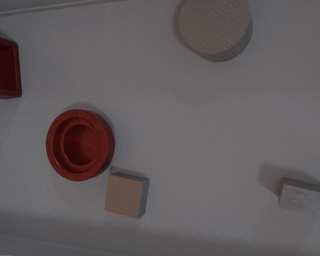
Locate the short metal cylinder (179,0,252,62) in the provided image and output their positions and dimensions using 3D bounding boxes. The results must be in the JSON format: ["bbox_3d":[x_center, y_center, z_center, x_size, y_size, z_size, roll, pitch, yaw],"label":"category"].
[{"bbox_3d":[0.068,-0.124,0.373,0.080,0.050,0.079,0,90,19],"label":"short metal cylinder"}]

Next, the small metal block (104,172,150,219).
[{"bbox_3d":[-0.045,0.092,0.425,0.050,0.025,0.050,9,93,19],"label":"small metal block"}]

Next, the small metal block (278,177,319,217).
[{"bbox_3d":[0.159,0.076,0.341,0.050,0.050,0.025,12,94,19],"label":"small metal block"}]

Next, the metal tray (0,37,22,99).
[{"bbox_3d":[-0.262,-0.092,0.445,0.030,0.130,0.089,-6,88,20],"label":"metal tray"}]

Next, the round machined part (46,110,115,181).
[{"bbox_3d":[-0.107,0.024,0.438,0.098,0.042,0.097,0,90,19],"label":"round machined part"}]
